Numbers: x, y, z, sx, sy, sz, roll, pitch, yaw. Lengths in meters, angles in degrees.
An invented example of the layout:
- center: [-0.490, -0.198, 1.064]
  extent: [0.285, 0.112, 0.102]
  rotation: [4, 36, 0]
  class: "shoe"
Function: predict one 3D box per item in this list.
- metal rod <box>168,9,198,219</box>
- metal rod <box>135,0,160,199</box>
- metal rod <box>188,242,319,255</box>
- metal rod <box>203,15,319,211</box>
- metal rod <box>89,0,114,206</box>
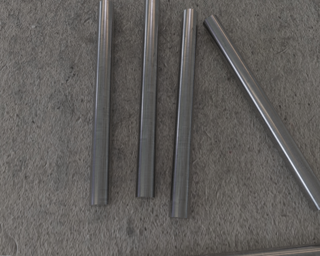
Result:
- center: [0.034, -0.033, 0.420]
  extent: [0.025, 0.025, 0.299]
  rotation: [4, 70, 1]
  class: "metal rod"
- center: [-0.015, -0.055, 0.427]
  extent: [0.025, 0.025, 0.299]
  rotation: [1, 70, 0]
  class: "metal rod"
- center: [0.089, 0.153, 0.352]
  extent: [0.302, 0.025, 0.025]
  rotation: [-5, 70, -2]
  class: "metal rod"
- center: [0.137, -0.033, 0.420]
  extent: [0.025, 0.025, 0.299]
  rotation: [-23, 72, -8]
  class: "metal rod"
- center: [-0.078, -0.047, 0.424]
  extent: [0.025, 0.025, 0.299]
  rotation: [-2, 70, -1]
  class: "metal rod"
